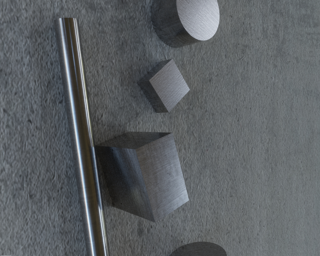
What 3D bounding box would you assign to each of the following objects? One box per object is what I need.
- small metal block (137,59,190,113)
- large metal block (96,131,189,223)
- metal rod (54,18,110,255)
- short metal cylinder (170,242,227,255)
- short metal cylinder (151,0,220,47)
[{"bbox_3d":[0.006,-0.055,0.409,0.050,0.025,0.050,-48,119,-29],"label":"small metal block"},{"bbox_3d":[-0.021,0.050,0.351,0.050,0.080,0.080,-23,105,-38],"label":"large metal block"},{"bbox_3d":[-0.081,0.036,0.336,0.025,0.025,0.298,-11,97,-40],"label":"metal rod"},{"bbox_3d":[0.053,0.197,0.414,0.081,0.080,0.050,-20,103,-38],"label":"short metal cylinder"},{"bbox_3d":[0.034,-0.153,0.417,0.081,0.050,0.079,0,90,-40],"label":"short metal cylinder"}]
